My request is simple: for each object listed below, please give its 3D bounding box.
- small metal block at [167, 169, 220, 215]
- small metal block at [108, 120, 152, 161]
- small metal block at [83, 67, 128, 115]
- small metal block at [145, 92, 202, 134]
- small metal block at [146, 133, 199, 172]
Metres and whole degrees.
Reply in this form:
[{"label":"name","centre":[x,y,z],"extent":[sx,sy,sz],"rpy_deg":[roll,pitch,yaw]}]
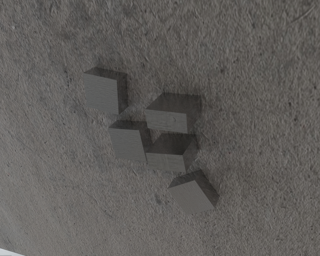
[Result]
[{"label":"small metal block","centre":[0.047,0.092,0.439],"extent":[0.050,0.025,0.050],"rpy_deg":[-26,104,37]},{"label":"small metal block","centre":[-0.040,0.017,0.439],"extent":[0.050,0.025,0.050],"rpy_deg":[3,120,26]},{"label":"small metal block","centre":[-0.072,-0.050,0.414],"extent":[0.050,0.025,0.050],"rpy_deg":[15,125,20]},{"label":"small metal block","centre":[0.017,-0.020,0.369],"extent":[0.050,0.050,0.025],"rpy_deg":[8,122,24]},{"label":"small metal block","centre":[0.017,0.030,0.400],"extent":[0.050,0.050,0.025],"rpy_deg":[2,119,27]}]
